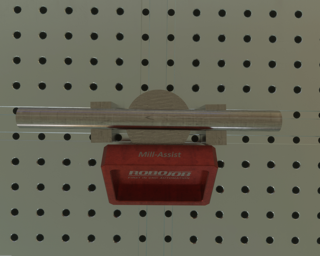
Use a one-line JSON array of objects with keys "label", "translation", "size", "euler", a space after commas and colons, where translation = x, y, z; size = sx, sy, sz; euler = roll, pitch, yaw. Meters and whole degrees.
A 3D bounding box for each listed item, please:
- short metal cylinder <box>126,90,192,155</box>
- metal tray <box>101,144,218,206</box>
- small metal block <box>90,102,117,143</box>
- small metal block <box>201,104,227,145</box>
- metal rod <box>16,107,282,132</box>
[{"label": "short metal cylinder", "translation": [-0.002, -0.007, 0.400], "size": [0.081, 0.050, 0.080], "euler": [0, 90, 0]}, {"label": "metal tray", "translation": [-0.001, 0.060, 0.383], "size": [0.131, 0.089, 0.030], "euler": [0, 47, 0]}, {"label": "small metal block", "translation": [-0.071, -0.007, 0.400], "size": [0.025, 0.050, 0.050], "euler": [-1, 90, 0]}, {"label": "small metal block", "translation": [0.068, -0.004, 0.401], "size": [0.025, 0.050, 0.050], "euler": [-1, 90, 0]}, {"label": "metal rod", "translation": [-0.012, -0.010, 0.363], "size": [0.302, 0.025, 0.025], "euler": [1, 90, 0]}]
